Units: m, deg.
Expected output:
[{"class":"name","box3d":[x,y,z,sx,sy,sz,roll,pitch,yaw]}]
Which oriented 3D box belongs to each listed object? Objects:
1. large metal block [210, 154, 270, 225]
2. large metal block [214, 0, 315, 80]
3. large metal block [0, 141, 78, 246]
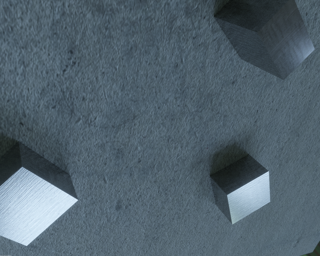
[{"class":"large metal block","box3d":[0.138,0.105,0.531,0.080,0.050,0.080,-26,128,-12]},{"class":"large metal block","box3d":[0.123,-0.113,0.368,0.050,0.080,0.080,-46,129,4]},{"class":"large metal block","box3d":[-0.156,0.076,0.352,0.080,0.050,0.080,-42,130,1]}]
